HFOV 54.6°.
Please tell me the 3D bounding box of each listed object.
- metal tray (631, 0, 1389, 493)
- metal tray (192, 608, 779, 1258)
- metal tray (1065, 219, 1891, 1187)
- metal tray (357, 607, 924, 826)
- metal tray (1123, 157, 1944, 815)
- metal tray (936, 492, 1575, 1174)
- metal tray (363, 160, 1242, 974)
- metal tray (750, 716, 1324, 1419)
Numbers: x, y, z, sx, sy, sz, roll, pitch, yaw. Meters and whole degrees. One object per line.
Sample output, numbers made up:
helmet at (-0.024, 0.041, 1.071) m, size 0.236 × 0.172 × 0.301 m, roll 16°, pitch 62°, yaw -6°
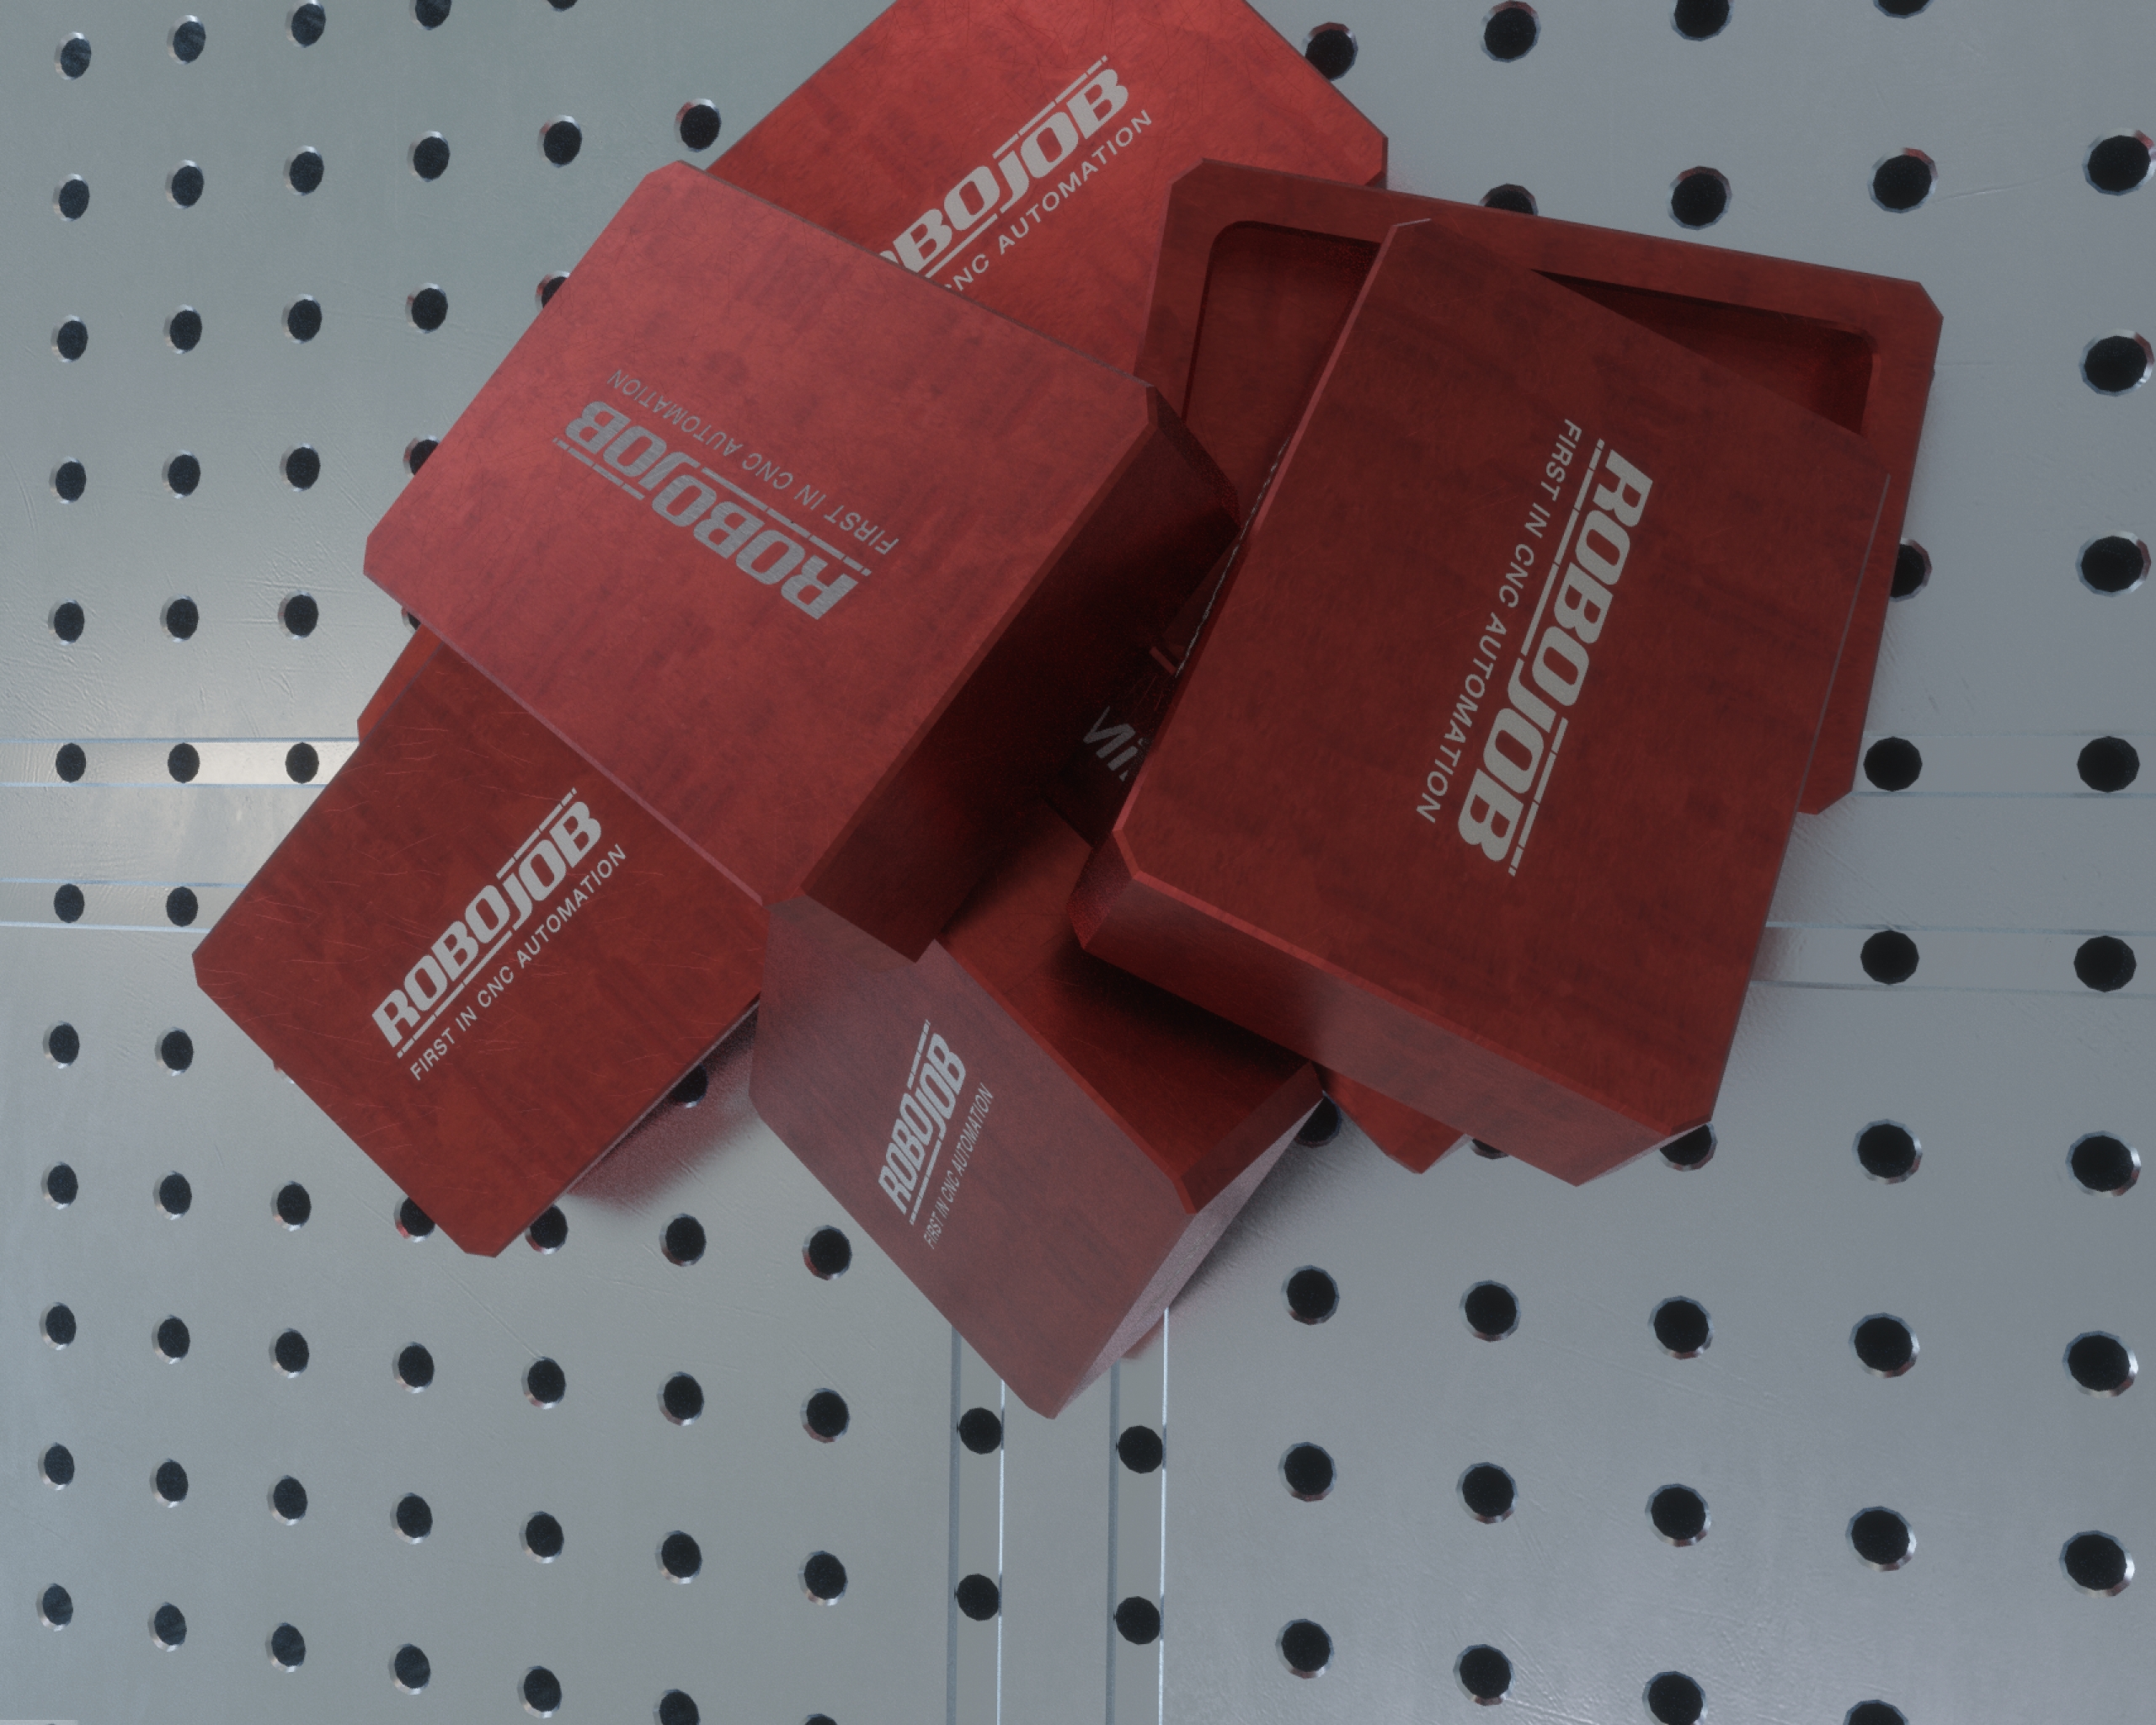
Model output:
metal tray at (-0.017, -0.114, 0.396) m, size 0.130 × 0.030 × 0.090 m, roll -42°, pitch 79°, yaw 0°
metal tray at (-0.111, 0.010, 0.426) m, size 0.090 × 0.030 × 0.130 m, roll 46°, pitch 116°, yaw -2°
metal tray at (0.065, -0.028, 0.320) m, size 0.090 × 0.030 × 0.130 m, roll 26°, pitch 63°, yaw -3°
metal tray at (-0.082, -0.049, 0.439) m, size 0.090 × 0.030 × 0.130 m, roll 41°, pitch 102°, yaw 15°
metal tray at (0.072, -0.063, 0.361) m, size 0.131 × 0.030 × 0.090 m, roll 10°, pitch 93°, yaw -1°
metal tray at (0.033, -0.008, 0.368) m, size 0.130 × 0.090 × 0.030 m, roll 46°, pitch 105°, yaw 15°
metal tray at (-0.049, -0.052, 0.334) m, size 0.130 × 0.030 × 0.090 m, roll 35°, pitch 87°, yaw 36°
metal tray at (-0.015, 0.041, 0.369) m, size 0.030 × 0.129 × 0.090 m, roll -38°, pitch 75°, yaw -27°
